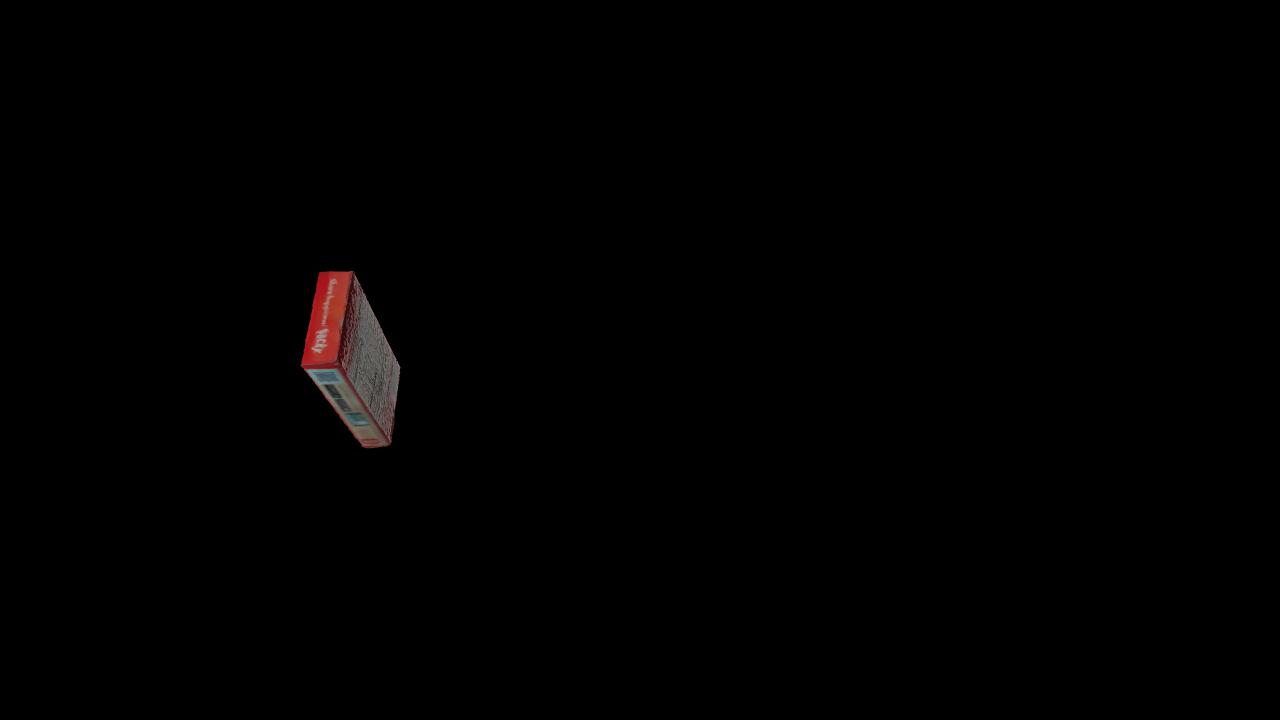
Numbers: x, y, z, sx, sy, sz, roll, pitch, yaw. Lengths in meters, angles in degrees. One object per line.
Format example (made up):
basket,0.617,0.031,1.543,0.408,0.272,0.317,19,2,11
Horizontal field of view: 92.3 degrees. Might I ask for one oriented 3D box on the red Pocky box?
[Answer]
red Pocky box,-0.229,0.005,0.501,0.028,0.083,0.155,0,-30,-7
